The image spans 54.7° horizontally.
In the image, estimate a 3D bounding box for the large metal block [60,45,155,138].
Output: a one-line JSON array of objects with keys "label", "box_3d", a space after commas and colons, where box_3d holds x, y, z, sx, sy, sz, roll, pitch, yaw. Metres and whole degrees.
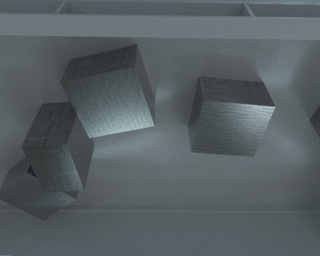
[{"label": "large metal block", "box_3d": [-0.055, -0.041, 0.357, 0.080, 0.050, 0.080, -11, 130, 8]}]

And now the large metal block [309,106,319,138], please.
[{"label": "large metal block", "box_3d": [0.236, -0.009, 0.367, 0.050, 0.080, 0.079, 12, 129, -10]}]

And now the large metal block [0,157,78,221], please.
[{"label": "large metal block", "box_3d": [-0.178, 0.085, 0.463, 0.080, 0.050, 0.080, -35, 122, 26]}]

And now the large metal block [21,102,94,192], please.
[{"label": "large metal block", "box_3d": [-0.123, 0.023, 0.391, 0.050, 0.080, 0.080, -3, 130, 3]}]

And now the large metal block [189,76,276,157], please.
[{"label": "large metal block", "box_3d": [0.083, -0.013, 0.382, 0.081, 0.050, 0.079, 5, 130, -4]}]
